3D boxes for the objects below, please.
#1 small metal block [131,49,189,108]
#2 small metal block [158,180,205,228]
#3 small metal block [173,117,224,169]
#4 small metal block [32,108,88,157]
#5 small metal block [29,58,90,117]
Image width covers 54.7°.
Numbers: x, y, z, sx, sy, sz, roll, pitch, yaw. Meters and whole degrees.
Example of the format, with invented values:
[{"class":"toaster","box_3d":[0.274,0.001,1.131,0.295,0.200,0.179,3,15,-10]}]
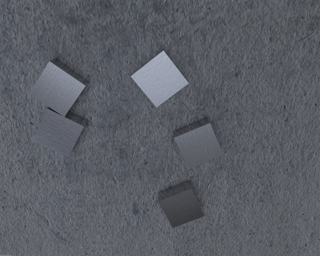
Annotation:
[{"class":"small metal block","box_3d":[0.000,-0.063,0.387,0.050,0.025,0.050,-36,106,12]},{"class":"small metal block","box_3d":[0.031,0.110,0.451,0.050,0.025,0.050,-23,109,8]},{"class":"small metal block","box_3d":[0.051,0.020,0.418,0.050,0.025,0.050,-23,109,8]},{"class":"small metal block","box_3d":[-0.131,0.003,0.410,0.050,0.025,0.050,28,108,-10]},{"class":"small metal block","box_3d":[-0.126,-0.051,0.390,0.050,0.025,0.050,35,106,-12]}]
